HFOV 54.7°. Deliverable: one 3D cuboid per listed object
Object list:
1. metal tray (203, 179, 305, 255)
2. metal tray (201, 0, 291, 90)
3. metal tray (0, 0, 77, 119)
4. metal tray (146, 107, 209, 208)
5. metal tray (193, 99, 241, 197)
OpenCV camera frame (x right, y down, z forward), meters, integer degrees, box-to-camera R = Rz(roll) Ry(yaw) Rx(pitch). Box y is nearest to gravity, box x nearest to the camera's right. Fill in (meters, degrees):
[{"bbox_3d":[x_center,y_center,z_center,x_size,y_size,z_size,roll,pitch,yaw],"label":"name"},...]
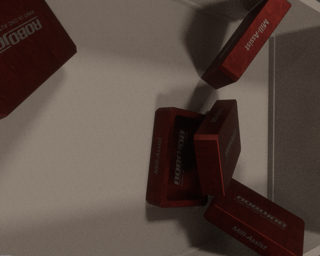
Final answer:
[{"bbox_3d":[0.137,0.131,0.446,0.090,0.130,0.030,-33,150,-59],"label":"metal tray"},{"bbox_3d":[0.118,-0.119,0.439,0.030,0.090,0.130,37,85,-6],"label":"metal tray"},{"bbox_3d":[-0.131,-0.073,0.255,0.090,0.030,0.130,58,29,-26],"label":"metal tray"},{"bbox_3d":[0.031,0.042,0.431,0.091,0.030,0.129,10,84,-40],"label":"metal tray"},{"bbox_3d":[0.085,0.023,0.436,0.131,0.030,0.089,-48,132,-56],"label":"metal tray"}]
